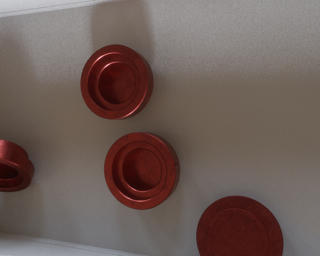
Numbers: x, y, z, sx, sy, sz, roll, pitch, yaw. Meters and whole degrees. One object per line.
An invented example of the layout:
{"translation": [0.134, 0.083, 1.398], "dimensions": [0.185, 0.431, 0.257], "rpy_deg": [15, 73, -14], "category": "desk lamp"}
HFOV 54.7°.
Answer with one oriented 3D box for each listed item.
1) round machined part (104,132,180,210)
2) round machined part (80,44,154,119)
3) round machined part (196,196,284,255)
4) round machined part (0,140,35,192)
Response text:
{"translation": [-0.020, 0.054, 0.408], "dimensions": [0.098, 0.042, 0.097], "rpy_deg": [0, 90, 20], "category": "round machined part"}
{"translation": [-0.054, -0.060, 0.421], "dimensions": [0.098, 0.042, 0.097], "rpy_deg": [0, 90, 20], "category": "round machined part"}
{"translation": [0.090, 0.128, 0.357], "dimensions": [0.098, 0.042, 0.098], "rpy_deg": [-5, 73, 18], "category": "round machined part"}
{"translation": [-0.240, 0.054, 0.467], "dimensions": [0.098, 0.098, 0.042], "rpy_deg": [-17, 45, 19], "category": "round machined part"}
